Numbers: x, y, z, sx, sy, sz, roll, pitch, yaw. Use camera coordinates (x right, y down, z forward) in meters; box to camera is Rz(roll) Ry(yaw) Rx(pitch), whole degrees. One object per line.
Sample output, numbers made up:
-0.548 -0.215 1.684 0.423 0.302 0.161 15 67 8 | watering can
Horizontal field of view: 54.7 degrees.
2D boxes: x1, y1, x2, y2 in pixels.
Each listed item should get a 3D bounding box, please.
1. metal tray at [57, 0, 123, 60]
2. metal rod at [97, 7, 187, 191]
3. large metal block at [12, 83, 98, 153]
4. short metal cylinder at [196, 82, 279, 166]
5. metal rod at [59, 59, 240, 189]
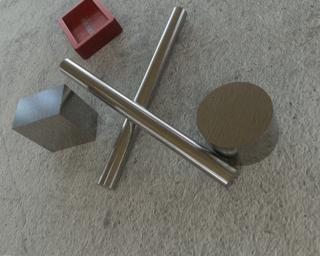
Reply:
-0.136 -0.196 0.589 0.090 0.030 0.130 -37 51 2 | metal tray
-0.018 -0.055 0.445 0.025 0.025 0.300 8 65 31 | metal rod
-0.149 -0.011 0.451 0.080 0.080 0.050 -15 56 19 | large metal block
0.087 -0.004 0.344 0.080 0.050 0.080 -13 56 20 | short metal cylinder
-0.032 -0.020 0.400 0.300 0.025 0.025 34 81 28 | metal rod
